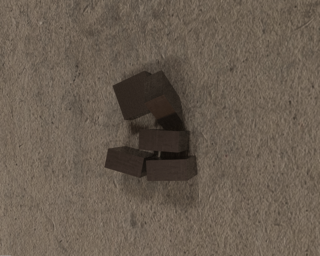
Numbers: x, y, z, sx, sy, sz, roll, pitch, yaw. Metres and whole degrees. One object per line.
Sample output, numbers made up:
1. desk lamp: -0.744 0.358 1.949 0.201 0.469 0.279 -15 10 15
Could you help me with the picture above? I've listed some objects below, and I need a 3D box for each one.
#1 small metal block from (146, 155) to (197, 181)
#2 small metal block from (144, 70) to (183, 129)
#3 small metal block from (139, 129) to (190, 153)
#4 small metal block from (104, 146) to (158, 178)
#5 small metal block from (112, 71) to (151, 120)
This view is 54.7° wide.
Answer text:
1. small metal block: 0.016 0.050 0.389 0.050 0.050 0.025 -4 89 19
2. small metal block: 0.004 -0.034 0.383 0.025 0.050 0.050 -23 40 18
3. small metal block: 0.007 0.015 0.393 0.050 0.050 0.025 3 91 19
4. small metal block: -0.036 0.043 0.408 0.050 0.050 0.025 13 95 19
5. small metal block: -0.029 -0.043 0.418 0.050 0.025 0.050 -22 83 18
